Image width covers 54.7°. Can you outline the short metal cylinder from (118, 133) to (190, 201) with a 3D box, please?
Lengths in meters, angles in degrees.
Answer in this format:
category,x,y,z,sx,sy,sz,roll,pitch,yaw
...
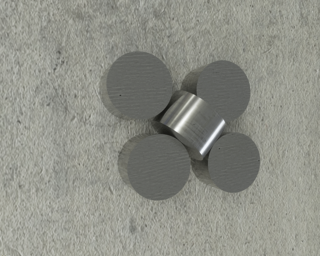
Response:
category,x,y,z,sx,sy,sz,roll,pitch,yaw
short metal cylinder,-0.009,0.047,0.394,0.081,0.050,0.079,0,90,-21

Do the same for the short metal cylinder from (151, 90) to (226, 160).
category,x,y,z,sx,sy,sz,roll,pitch,yaw
short metal cylinder,0.036,-0.003,0.396,0.080,0.080,0.050,41,77,-16

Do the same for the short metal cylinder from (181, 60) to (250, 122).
category,x,y,z,sx,sy,sz,roll,pitch,yaw
short metal cylinder,0.075,-0.048,0.424,0.081,0.050,0.079,0,90,-21

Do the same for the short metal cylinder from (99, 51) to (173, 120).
category,x,y,z,sx,sy,sz,roll,pitch,yaw
short metal cylinder,-0.031,-0.050,0.385,0.081,0.050,0.079,0,90,-21

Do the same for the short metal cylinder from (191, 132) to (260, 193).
category,x,y,z,sx,sy,sz,roll,pitch,yaw
short metal cylinder,0.090,0.045,0.431,0.081,0.050,0.079,0,90,-21
